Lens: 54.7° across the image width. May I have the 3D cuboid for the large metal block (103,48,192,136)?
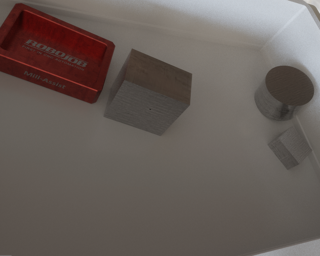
[{"bbox_3d":[-0.016,-0.041,0.388,0.081,0.080,0.050,19,54,-17],"label":"large metal block"}]

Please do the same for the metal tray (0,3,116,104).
[{"bbox_3d":[-0.130,-0.093,0.389,0.131,0.030,0.090,20,54,-17],"label":"metal tray"}]

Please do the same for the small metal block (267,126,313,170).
[{"bbox_3d":[0.211,0.032,0.503,0.050,0.025,0.050,-29,78,-38],"label":"small metal block"}]

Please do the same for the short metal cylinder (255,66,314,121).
[{"bbox_3d":[0.209,-0.058,0.525,0.081,0.050,0.080,2,62,-4],"label":"short metal cylinder"}]
